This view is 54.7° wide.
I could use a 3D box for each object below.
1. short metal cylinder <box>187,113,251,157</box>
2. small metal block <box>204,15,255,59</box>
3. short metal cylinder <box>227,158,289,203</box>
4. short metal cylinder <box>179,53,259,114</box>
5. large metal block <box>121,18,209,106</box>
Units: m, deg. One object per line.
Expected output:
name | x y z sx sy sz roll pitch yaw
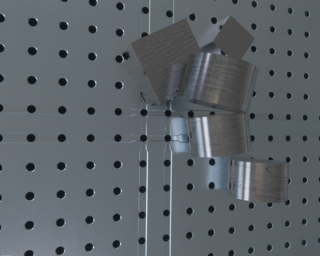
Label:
short metal cylinder | 0.078 0.007 0.413 0.081 0.080 0.050 -8 93 -20
small metal block | 0.101 -0.125 0.450 0.050 0.025 0.050 37 78 -17
short metal cylinder | 0.137 0.071 0.434 0.081 0.080 0.050 3 89 -20
short metal cylinder | 0.067 -0.050 0.356 0.081 0.080 0.050 13 92 -20
large metal block | 0.008 -0.083 0.402 0.080 0.050 0.080 -30 100 -18
